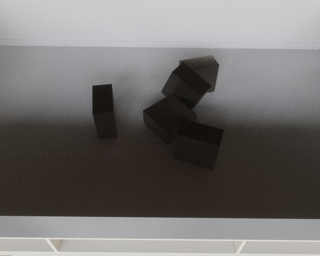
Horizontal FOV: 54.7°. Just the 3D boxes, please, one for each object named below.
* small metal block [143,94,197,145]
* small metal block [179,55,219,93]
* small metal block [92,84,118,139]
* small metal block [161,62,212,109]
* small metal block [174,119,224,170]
[{"bbox_3d":[0.013,-0.012,0.416,0.050,0.025,0.050,-33,58,-24],"label":"small metal block"},{"bbox_3d":[0.055,-0.075,0.453,0.050,0.050,0.025,-13,51,-11],"label":"small metal block"},{"bbox_3d":[-0.072,-0.021,0.406,0.025,0.050,0.050,-6,50,-5],"label":"small metal block"},{"bbox_3d":[0.035,-0.053,0.425,0.050,0.050,0.025,41,59,4],"label":"small metal block"},{"bbox_3d":[0.046,0.020,0.372,0.050,0.050,0.025,15,52,12],"label":"small metal block"}]
